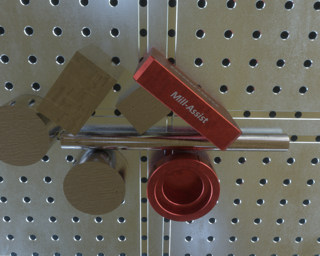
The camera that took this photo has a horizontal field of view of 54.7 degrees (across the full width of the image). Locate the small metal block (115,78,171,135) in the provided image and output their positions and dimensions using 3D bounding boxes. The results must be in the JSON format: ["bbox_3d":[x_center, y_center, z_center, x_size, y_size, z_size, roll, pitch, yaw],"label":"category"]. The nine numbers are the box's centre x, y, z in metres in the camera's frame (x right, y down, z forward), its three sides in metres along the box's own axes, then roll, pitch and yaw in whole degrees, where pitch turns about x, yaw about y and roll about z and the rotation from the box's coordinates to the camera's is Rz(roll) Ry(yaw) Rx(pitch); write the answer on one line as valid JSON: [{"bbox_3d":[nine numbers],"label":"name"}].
[{"bbox_3d":[-0.021,-0.028,0.403,0.050,0.025,0.050,-37,106,12],"label":"small metal block"}]

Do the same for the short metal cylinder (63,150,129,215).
[{"bbox_3d":[-0.085,0.071,0.425,0.081,0.050,0.079,0,110,0],"label":"short metal cylinder"}]

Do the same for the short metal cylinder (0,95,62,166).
[{"bbox_3d":[-0.174,0.002,0.399,0.081,0.050,0.079,0,110,0],"label":"short metal cylinder"}]

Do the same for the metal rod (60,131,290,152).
[{"bbox_3d":[0.020,0.018,0.420,0.302,0.025,0.025,1,110,-1],"label":"metal rod"}]

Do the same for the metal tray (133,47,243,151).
[{"bbox_3d":[0.031,-0.037,0.365,0.130,0.090,0.030,38,106,-13],"label":"metal tray"}]

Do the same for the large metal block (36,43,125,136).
[{"bbox_3d":[-0.089,-0.048,0.366,0.050,0.080,0.080,37,106,-13],"label":"large metal block"}]

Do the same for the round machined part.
[{"bbox_3d":[0.031,0.078,0.433,0.099,0.042,0.097,0,110,0],"label":"round machined part"}]
